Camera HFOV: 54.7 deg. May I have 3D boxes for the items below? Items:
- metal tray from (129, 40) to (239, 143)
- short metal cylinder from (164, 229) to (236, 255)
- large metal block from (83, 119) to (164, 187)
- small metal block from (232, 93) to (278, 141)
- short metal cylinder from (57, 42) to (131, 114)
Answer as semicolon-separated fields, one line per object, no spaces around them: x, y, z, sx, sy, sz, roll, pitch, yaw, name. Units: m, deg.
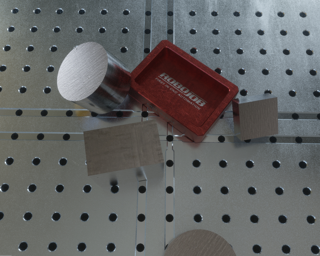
0.029;-0.053;0.428;0.130;0.030;0.090;37;74;12;metal tray
0.042;0.155;0.342;0.081;0.050;0.080;0;70;0;short metal cylinder
-0.040;0.033;0.370;0.081;0.080;0.050;-10;71;-4;large metal block
0.124;-0.015;0.404;0.050;0.025;0.050;-10;109;-4;small metal block
-0.086;-0.064;0.404;0.080;0.050;0.080;-9;70;26;short metal cylinder
